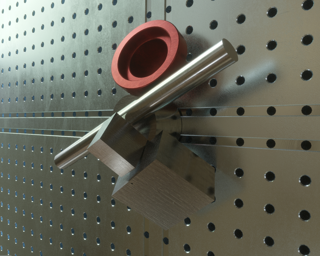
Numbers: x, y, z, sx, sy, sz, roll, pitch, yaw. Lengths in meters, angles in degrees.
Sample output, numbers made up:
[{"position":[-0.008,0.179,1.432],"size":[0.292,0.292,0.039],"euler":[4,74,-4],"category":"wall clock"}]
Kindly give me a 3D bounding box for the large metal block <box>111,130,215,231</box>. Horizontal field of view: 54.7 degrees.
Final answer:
[{"position":[0.005,0.062,0.357],"size":[0.080,0.050,0.080],"euler":[37,123,-16],"category":"large metal block"}]

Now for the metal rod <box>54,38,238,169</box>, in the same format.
[{"position":[-0.040,-0.012,0.375],"size":[0.299,0.025,0.025],"euler":[-30,72,35],"category":"metal rod"}]

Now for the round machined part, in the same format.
[{"position":[-0.009,-0.082,0.389],"size":[0.098,0.042,0.098],"euler":[-14,60,27],"category":"round machined part"}]

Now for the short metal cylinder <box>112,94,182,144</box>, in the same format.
[{"position":[-0.019,-0.003,0.406],"size":[0.080,0.050,0.079],"euler":[0,90,39],"category":"short metal cylinder"}]

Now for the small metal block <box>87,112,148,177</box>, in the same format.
[{"position":[-0.047,0.018,0.350],"size":[0.050,0.050,0.025],"euler":[42,126,-17],"category":"small metal block"}]
